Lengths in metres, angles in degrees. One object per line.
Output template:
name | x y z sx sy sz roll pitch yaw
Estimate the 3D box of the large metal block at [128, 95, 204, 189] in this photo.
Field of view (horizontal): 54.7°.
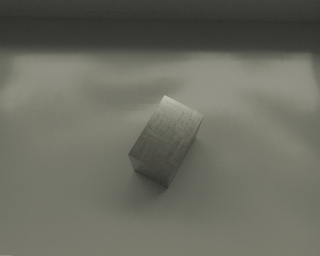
large metal block | 0.008 0.020 0.373 0.050 0.080 0.080 28 72 9
